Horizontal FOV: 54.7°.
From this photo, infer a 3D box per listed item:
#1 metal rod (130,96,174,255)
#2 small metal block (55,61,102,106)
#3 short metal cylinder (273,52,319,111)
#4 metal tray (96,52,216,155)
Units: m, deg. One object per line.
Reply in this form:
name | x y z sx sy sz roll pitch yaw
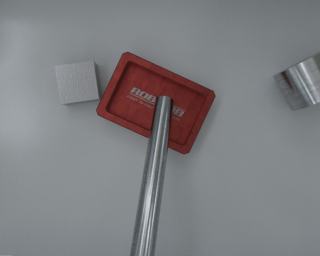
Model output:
metal rod | -0.013 0.097 0.333 0.025 0.025 0.299 8 63 0
small metal block | -0.107 -0.059 0.410 0.050 0.025 0.050 -8 90 -1
short metal cylinder | 0.191 -0.062 0.386 0.080 0.080 0.050 -28 90 0
metal tray | -0.005 -0.032 0.408 0.131 0.030 0.090 25 90 -1
